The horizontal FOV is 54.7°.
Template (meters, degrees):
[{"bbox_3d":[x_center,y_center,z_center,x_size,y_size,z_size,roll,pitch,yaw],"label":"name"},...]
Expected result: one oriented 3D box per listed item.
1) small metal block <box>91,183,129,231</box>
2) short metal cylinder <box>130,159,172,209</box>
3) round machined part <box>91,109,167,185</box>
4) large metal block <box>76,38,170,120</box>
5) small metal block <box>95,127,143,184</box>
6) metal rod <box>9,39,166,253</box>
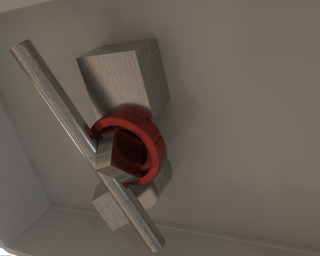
[{"bbox_3d":[-0.065,0.101,0.418,0.025,0.050,0.050,-30,104,3],"label":"small metal block"},{"bbox_3d":[-0.029,0.070,0.449,0.080,0.050,0.079,13,124,20],"label":"short metal cylinder"},{"bbox_3d":[-0.036,0.020,0.388,0.098,0.042,0.097,13,124,20],"label":"round machined part"},{"bbox_3d":[-0.042,-0.057,0.374,0.080,0.050,0.080,0,119,28],"label":"large metal block"},{"bbox_3d":[-0.048,0.033,0.373,0.025,0.050,0.050,-21,142,32],"label":"small metal block"},{"bbox_3d":[-0.079,0.033,0.377,0.025,0.025,0.299,-21,108,35],"label":"metal rod"}]
